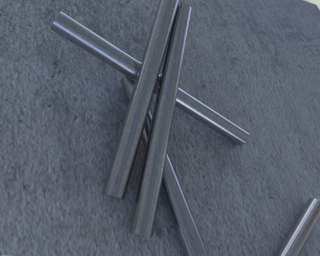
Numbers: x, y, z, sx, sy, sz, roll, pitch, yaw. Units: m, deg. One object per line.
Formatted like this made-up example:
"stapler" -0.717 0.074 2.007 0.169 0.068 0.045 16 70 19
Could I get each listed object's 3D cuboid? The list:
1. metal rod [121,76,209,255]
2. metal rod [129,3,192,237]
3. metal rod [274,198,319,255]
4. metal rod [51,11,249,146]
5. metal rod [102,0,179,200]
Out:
"metal rod" 0.010 0.064 0.371 0.025 0.025 0.299 -8 66 -32
"metal rod" 0.006 -0.025 0.377 0.025 0.025 0.299 18 69 -19
"metal rod" 0.134 0.181 0.367 0.302 0.025 0.025 -34 81 -38
"metal rod" 0.001 -0.055 0.413 0.301 0.025 0.025 30 51 -20
"metal rod" -0.014 -0.064 0.377 0.025 0.025 0.299 20 73 -17
